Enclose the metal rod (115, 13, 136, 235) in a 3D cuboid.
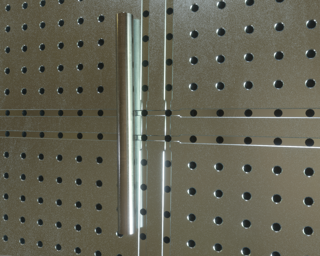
[{"bbox_3d":[-0.047,-0.006,0.428,0.025,0.025,0.298,-1,90,19],"label":"metal rod"}]
